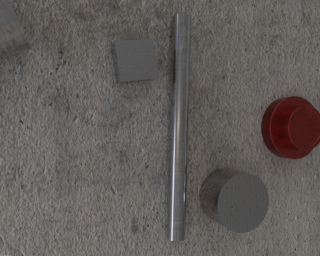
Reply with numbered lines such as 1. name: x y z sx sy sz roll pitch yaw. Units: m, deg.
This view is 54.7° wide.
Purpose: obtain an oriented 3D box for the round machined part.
1. round machined part: 0.210 0.000 0.478 0.099 0.042 0.097 0 90 -20

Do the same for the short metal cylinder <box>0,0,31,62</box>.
1. short metal cylinder: -0.176 -0.108 0.315 0.050 0.080 0.080 -29 100 -18

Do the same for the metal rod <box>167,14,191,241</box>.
1. metal rod: 0.026 -0.001 0.418 0.025 0.025 0.298 2 90 -20

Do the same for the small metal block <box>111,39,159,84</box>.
1. small metal block: -0.033 -0.085 0.397 0.050 0.025 0.050 -9 93 -20

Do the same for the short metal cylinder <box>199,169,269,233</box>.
1. short metal cylinder: 0.103 0.099 0.434 0.081 0.050 0.079 0 90 -20
